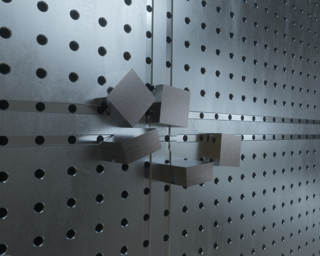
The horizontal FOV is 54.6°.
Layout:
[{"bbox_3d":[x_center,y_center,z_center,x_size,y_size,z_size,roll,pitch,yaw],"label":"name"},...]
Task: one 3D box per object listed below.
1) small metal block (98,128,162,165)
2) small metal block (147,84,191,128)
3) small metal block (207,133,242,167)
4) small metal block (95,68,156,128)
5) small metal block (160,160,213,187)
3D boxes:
[{"bbox_3d":[-0.035,0.020,0.363,0.050,0.050,0.025,-22,104,-38],"label":"small metal block"},{"bbox_3d":[0.013,-0.028,0.419,0.050,0.025,0.050,9,84,-40],"label":"small metal block"},{"bbox_3d":[0.103,0.035,0.494,0.050,0.025,0.050,8,85,-40],"label":"small metal block"},{"bbox_3d":[-0.040,-0.035,0.375,0.050,0.025,0.050,51,60,-28],"label":"small metal block"},{"bbox_3d":[0.036,0.060,0.422,0.050,0.050,0.025,-4,93,-40],"label":"small metal block"}]
